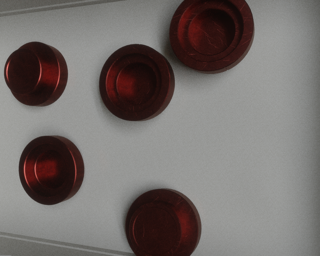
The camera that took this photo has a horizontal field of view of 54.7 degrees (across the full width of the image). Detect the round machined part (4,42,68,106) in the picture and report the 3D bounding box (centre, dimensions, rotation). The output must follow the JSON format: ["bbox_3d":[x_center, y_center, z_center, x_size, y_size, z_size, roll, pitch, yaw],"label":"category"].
[{"bbox_3d":[-0.193,-0.082,0.468,0.098,0.042,0.097,0,90,19],"label":"round machined part"}]

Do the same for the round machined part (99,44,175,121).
[{"bbox_3d":[-0.027,-0.058,0.410,0.098,0.042,0.097,0,90,19],"label":"round machined part"}]

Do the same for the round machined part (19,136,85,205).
[{"bbox_3d":[-0.153,0.059,0.454,0.098,0.042,0.097,0,90,19],"label":"round machined part"}]

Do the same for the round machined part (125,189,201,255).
[{"bbox_3d":[0.000,0.127,0.394,0.098,0.042,0.097,-3,81,18],"label":"round machined part"}]

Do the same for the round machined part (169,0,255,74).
[{"bbox_3d":[0.065,-0.114,0.378,0.098,0.042,0.097,0,90,19],"label":"round machined part"}]
